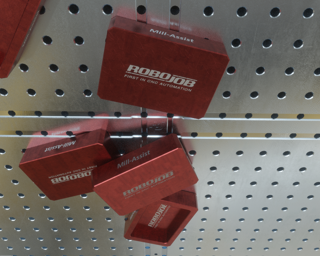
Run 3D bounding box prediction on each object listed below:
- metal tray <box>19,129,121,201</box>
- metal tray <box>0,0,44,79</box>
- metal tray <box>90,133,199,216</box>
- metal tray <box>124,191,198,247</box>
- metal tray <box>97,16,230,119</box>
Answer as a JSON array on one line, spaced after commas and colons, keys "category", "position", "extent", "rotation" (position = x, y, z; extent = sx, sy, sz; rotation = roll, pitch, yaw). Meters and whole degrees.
[{"category": "metal tray", "position": [-0.123, 0.058, 0.456], "extent": [0.130, 0.030, 0.090], "rotation": [-15, 129, 12]}, {"category": "metal tray", "position": [-0.171, -0.121, 0.303], "extent": [0.090, 0.030, 0.129], "rotation": [28, 125, -22]}, {"category": "metal tray", "position": [-0.019, 0.069, 0.442], "extent": [0.130, 0.030, 0.090], "rotation": [-25, 134, 4]}, {"category": "metal tray", "position": [-0.001, 0.155, 0.539], "extent": [0.091, 0.030, 0.129], "rotation": [16, 128, -14]}, {"category": "metal tray", "position": [0.001, -0.064, 0.354], "extent": [0.131, 0.030, 0.089], "rotation": [11, 129, -10]}]
